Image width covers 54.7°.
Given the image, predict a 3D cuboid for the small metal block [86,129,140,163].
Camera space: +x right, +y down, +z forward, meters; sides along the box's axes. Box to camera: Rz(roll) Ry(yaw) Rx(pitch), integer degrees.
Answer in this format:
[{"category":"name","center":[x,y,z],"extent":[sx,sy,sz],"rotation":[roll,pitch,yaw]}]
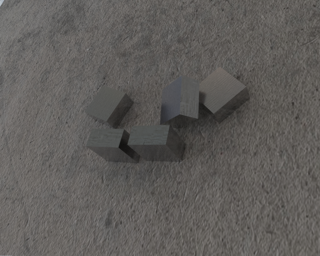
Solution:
[{"category":"small metal block","center":[-0.058,0.024,0.404],"extent":[0.050,0.050,0.025],"rotation":[0,62,28]}]

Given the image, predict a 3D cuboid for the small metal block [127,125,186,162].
[{"category":"small metal block","center":[-0.003,0.020,0.377],"extent":[0.050,0.050,0.025],"rotation":[-2,61,27]}]

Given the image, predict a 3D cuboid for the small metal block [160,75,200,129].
[{"category":"small metal block","center":[0.024,-0.031,0.389],"extent":[0.050,0.025,0.050],"rotation":[-27,54,59]}]

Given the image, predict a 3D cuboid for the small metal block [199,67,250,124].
[{"category":"small metal block","center":[0.075,-0.042,0.390],"extent":[0.050,0.025,0.050],"rotation":[-40,51,0]}]

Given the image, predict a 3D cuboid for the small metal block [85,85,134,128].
[{"category":"small metal block","center":[-0.076,-0.031,0.463],"extent":[0.050,0.025,0.050],"rotation":[22,73,36]}]
